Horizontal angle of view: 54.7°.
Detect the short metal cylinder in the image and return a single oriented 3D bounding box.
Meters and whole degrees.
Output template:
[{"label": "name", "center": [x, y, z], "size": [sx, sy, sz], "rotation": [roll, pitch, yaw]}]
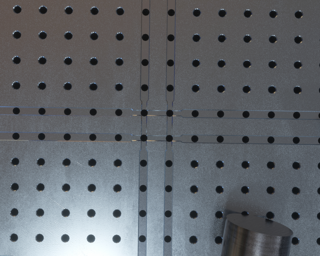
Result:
[{"label": "short metal cylinder", "center": [0.119, 0.144, 0.387], "size": [0.080, 0.080, 0.050], "rotation": [10, 90, 0]}]
